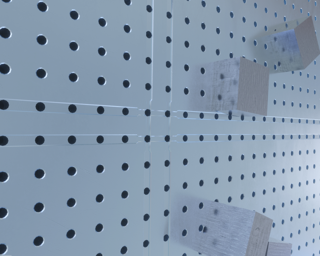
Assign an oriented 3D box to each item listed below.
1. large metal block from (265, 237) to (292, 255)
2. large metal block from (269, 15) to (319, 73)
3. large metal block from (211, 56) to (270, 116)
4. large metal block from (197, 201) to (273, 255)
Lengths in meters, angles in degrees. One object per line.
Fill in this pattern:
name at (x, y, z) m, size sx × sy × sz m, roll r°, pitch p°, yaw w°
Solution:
large metal block at (0.184, 0.236, 0.546) m, size 0.080 × 0.050 × 0.080 m, roll 20°, pitch 77°, yaw -38°
large metal block at (0.269, -0.166, 0.616) m, size 0.080 × 0.050 × 0.080 m, roll -38°, pitch 113°, yaw -33°
large metal block at (0.130, -0.063, 0.500) m, size 0.081 × 0.050 × 0.080 m, roll 7°, pitch 86°, yaw -40°
large metal block at (0.113, 0.163, 0.467) m, size 0.050 × 0.080 × 0.080 m, roll 31°, pitch 71°, yaw -36°
